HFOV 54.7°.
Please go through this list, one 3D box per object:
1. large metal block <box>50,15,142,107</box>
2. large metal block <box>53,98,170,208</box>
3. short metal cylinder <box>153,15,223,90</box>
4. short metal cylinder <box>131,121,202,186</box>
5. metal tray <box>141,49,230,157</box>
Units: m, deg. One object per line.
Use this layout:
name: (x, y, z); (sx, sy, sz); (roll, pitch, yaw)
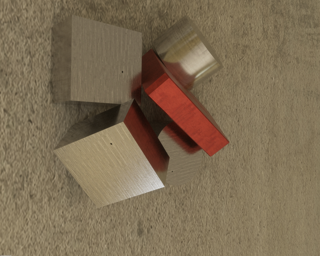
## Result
large metal block: (-0.067, -0.065, 0.331); (0.081, 0.050, 0.080); (1, 90, -40)
large metal block: (-0.046, 0.027, 0.323); (0.080, 0.080, 0.050); (60, 21, -23)
short metal cylinder: (0.037, -0.095, 0.394); (0.080, 0.050, 0.080); (46, 22, -24)
short metal cylinder: (0.008, 0.030, 0.398); (0.081, 0.050, 0.080); (0, 90, -40)
metal tray: (0.027, -0.031, 0.388); (0.030, 0.090, 0.130); (-40, 122, 12)
